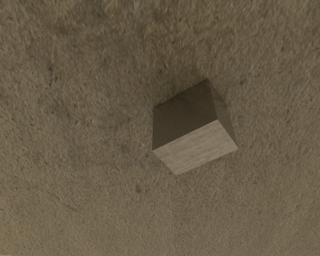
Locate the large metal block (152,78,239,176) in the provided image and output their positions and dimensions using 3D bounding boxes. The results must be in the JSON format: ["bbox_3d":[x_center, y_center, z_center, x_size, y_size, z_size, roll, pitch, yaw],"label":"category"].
[{"bbox_3d":[0.039,-0.002,0.370,0.080,0.080,0.050,-27,125,21],"label":"large metal block"}]
